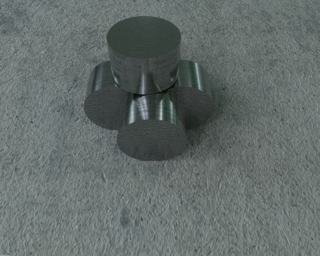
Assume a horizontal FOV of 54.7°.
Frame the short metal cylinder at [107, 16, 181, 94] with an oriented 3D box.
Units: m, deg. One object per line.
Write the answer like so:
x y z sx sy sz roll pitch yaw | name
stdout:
-0.017 -0.084 0.355 0.081 0.050 0.080 0 50 0 | short metal cylinder

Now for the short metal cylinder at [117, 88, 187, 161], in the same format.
-0.009 -0.003 0.371 0.081 0.080 0.050 0 50 -1 | short metal cylinder

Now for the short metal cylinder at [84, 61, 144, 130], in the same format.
-0.055 -0.041 0.403 0.081 0.080 0.050 -1 50 -1 | short metal cylinder

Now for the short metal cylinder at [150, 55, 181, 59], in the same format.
-0.009 -0.081 0.437 0.081 0.080 0.050 -1 50 -2 | short metal cylinder

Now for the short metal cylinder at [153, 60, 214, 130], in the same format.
0.027 -0.041 0.404 0.081 0.080 0.050 0 50 -1 | short metal cylinder
